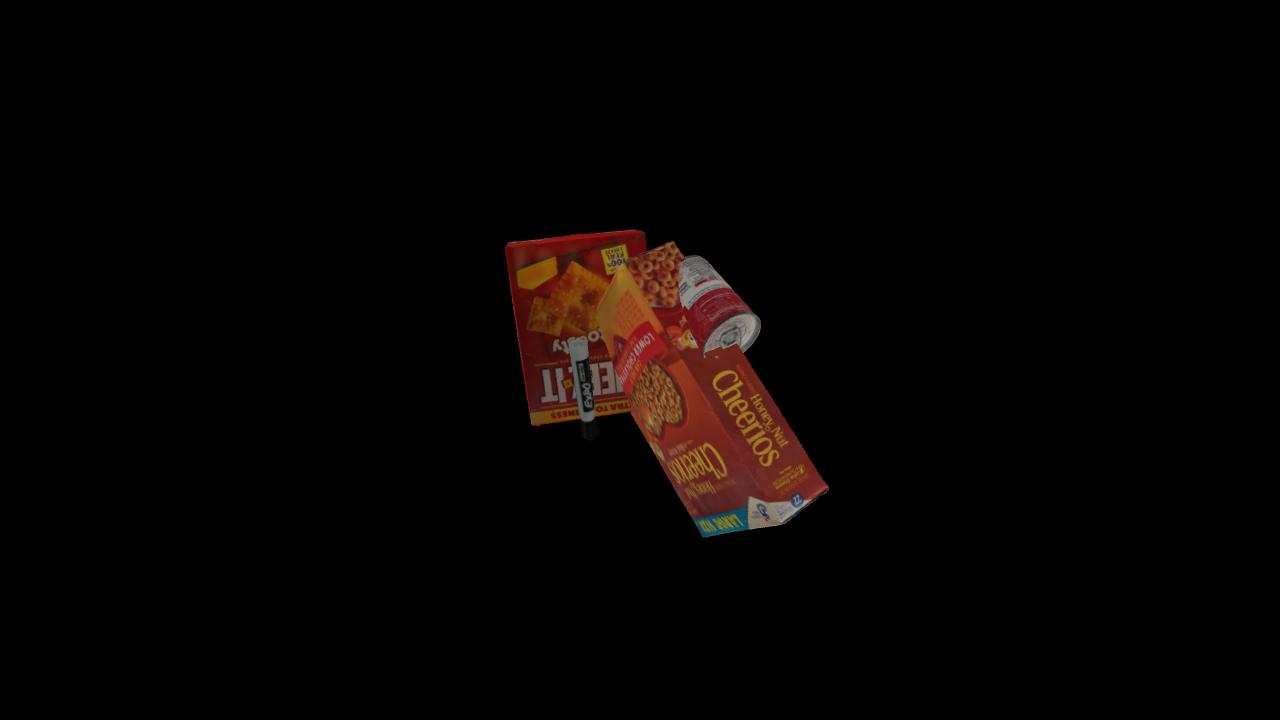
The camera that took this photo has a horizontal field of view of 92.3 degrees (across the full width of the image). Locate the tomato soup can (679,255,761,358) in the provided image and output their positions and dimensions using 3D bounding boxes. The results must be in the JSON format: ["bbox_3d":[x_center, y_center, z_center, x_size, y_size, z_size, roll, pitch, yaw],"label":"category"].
[{"bbox_3d":[0.069,-0.054,0.638,0.068,0.068,0.101,0,43,-38],"label":"tomato soup can"}]

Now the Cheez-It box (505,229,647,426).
[{"bbox_3d":[-0.068,-0.041,0.759,0.166,0.223,0.071,-7,15,-6],"label":"Cheez-It box"}]

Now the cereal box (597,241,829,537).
[{"bbox_3d":[0.056,0.047,0.699,0.081,0.306,0.203,-27,-8,-23],"label":"cereal box"}]

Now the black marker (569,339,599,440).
[{"bbox_3d":[-0.058,0.034,0.639,0.020,0.121,0.020,-3,32,2],"label":"black marker"}]
